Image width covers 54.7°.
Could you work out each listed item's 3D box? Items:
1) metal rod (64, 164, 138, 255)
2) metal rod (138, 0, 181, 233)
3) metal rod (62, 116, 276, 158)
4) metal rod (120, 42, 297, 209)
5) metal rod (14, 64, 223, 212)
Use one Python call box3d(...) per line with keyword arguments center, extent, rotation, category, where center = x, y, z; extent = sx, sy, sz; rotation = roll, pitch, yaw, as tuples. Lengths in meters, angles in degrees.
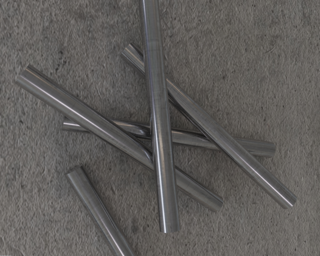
box3d(center=(-0.034, 0.179, 0.396), extent=(0.025, 0.025, 0.299), rotation=(-31, 100, -17), category="metal rod")
box3d(center=(-0.002, -0.029, 0.370), extent=(0.025, 0.025, 0.298), rotation=(-4, 87, -20), category="metal rod")
box3d(center=(0.026, 0.012, 0.418), extent=(0.302, 0.025, 0.025), rotation=(9, 87, -20), category="metal rod")
box3d(center=(0.067, 0.001, 0.409), extent=(0.300, 0.025, 0.025), rotation=(42, 77, -6), category="metal rod")
box3d(center=(-0.030, 0.026, 0.376), extent=(0.301, 0.025, 0.025), rotation=(37, 78, -24), category="metal rod")
